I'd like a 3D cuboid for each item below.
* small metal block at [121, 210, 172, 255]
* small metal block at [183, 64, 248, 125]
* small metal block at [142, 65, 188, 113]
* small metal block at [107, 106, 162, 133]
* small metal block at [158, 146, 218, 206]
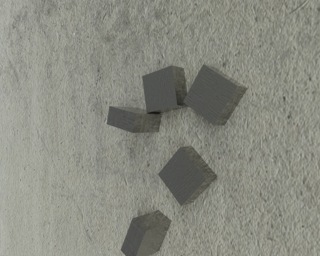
[{"bbox_3d":[-0.018,0.140,0.403,0.025,0.050,0.050,32,110,35],"label":"small metal block"},{"bbox_3d":[0.062,-0.037,0.354,0.050,0.025,0.050,42,115,32],"label":"small metal block"},{"bbox_3d":[0.007,-0.048,0.400,0.050,0.025,0.050,-12,82,39],"label":"small metal block"},{"bbox_3d":[-0.034,-0.012,0.417,0.050,0.050,0.025,17,101,39],"label":"small metal block"},{"bbox_3d":[0.033,0.058,0.378,0.050,0.025,0.050,51,120,27],"label":"small metal block"}]
